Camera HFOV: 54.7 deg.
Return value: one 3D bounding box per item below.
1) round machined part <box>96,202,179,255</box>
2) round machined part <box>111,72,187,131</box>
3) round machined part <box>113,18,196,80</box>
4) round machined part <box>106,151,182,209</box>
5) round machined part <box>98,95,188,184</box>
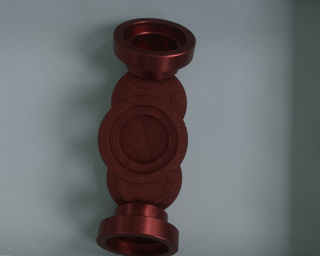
[{"bbox_3d":[-0.026,0.126,0.383,0.099,0.097,0.042,6,53,-1],"label":"round machined part"},{"bbox_3d":[-0.014,-0.033,0.401,0.099,0.042,0.097,0,90,-1],"label":"round machined part"},{"bbox_3d":[-0.008,-0.095,0.383,0.099,0.098,0.042,7,132,-1],"label":"round machined part"},{"bbox_3d":[-0.020,0.065,0.401,0.099,0.042,0.097,0,90,-1],"label":"round machined part"},{"bbox_3d":[-0.018,0.013,0.358,0.099,0.042,0.097,0,90,-1],"label":"round machined part"}]
